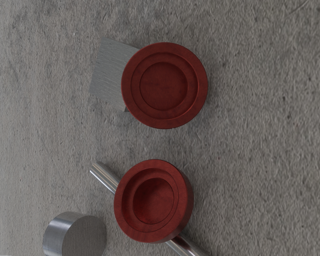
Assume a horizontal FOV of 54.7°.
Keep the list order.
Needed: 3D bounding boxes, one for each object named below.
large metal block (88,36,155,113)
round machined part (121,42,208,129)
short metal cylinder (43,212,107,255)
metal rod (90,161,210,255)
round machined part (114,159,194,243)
[{"bbox_3d":[-0.045,-0.073,0.426,0.080,0.050,0.079,29,108,37],"label":"large metal block"},{"bbox_3d":[0.004,-0.049,0.368,0.099,0.042,0.097,-1,96,-5],"label":"round machined part"},{"bbox_3d":[-0.130,0.172,0.476,0.050,0.081,0.080,-3,88,40],"label":"short metal cylinder"},{"bbox_3d":[0.004,0.130,0.401,0.300,0.025,0.025,33,110,35],"label":"metal rod"},{"bbox_3d":[-0.004,0.091,0.382,0.098,0.042,0.098,-11,63,23],"label":"round machined part"}]
